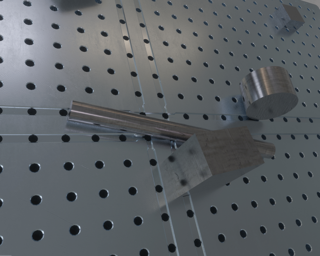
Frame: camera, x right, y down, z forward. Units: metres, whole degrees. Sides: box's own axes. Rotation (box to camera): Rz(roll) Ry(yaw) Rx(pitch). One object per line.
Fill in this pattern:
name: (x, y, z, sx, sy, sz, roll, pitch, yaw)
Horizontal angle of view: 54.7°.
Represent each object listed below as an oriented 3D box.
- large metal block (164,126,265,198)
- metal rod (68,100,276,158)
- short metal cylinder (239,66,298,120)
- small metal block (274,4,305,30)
large metal block: (0.064, 0.042, 0.382, 0.081, 0.080, 0.050, -7, 65, -31)
metal rod: (0.032, 0.007, 0.420, 0.302, 0.025, 0.025, 12, 57, -22)
short metal cylinder: (0.173, -0.054, 0.499, 0.081, 0.080, 0.050, 8, 59, -24)
small metal block: (0.307, -0.263, 0.734, 0.050, 0.025, 0.050, -2, 63, -29)
